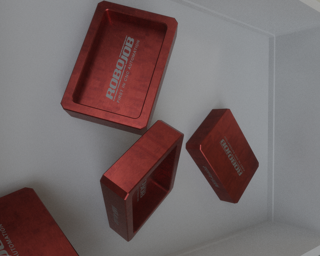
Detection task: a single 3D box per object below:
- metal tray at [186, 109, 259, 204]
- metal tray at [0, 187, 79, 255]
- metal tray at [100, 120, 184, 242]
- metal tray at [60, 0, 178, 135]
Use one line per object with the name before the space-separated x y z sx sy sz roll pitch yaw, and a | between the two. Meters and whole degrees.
metal tray | 0.104 0.045 0.493 0.090 0.030 0.130 -50 120 -29
metal tray | -0.118 0.115 0.245 0.091 0.130 0.030 -22 140 -38
metal tray | -0.018 0.062 0.340 0.090 0.030 0.129 -46 158 -30
metal tray | -0.040 -0.066 0.336 0.090 0.030 0.130 15 77 3
